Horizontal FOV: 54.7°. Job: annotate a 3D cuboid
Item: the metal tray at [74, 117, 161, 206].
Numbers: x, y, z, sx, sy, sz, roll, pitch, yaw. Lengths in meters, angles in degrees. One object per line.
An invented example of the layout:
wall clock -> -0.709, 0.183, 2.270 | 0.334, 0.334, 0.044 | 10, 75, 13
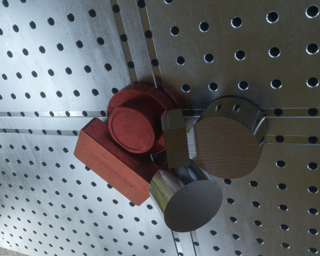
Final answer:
metal tray -> -0.062, 0.053, 0.453 | 0.130, 0.030, 0.090 | 38, 144, 1

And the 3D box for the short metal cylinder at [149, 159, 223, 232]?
short metal cylinder -> 0.033, 0.086, 0.398 | 0.050, 0.081, 0.079 | -131, 31, -55

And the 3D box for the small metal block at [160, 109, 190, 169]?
small metal block -> 0.018, 0.011, 0.364 | 0.025, 0.050, 0.050 | -8, 117, 1

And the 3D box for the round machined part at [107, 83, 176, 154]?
round machined part -> -0.028, -0.006, 0.406 | 0.098, 0.042, 0.097 | 13, 124, 21

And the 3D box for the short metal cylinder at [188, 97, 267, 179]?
short metal cylinder -> 0.078, 0.011, 0.356 | 0.080, 0.050, 0.079 | 13, 124, 21
